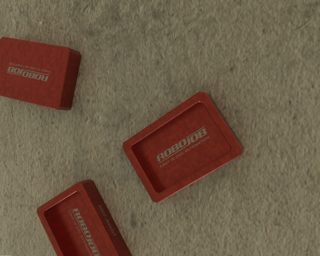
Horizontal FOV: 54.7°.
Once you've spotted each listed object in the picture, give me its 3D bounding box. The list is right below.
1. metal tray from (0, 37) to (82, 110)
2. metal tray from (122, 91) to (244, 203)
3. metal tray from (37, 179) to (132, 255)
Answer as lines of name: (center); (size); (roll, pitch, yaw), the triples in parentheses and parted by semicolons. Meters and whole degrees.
metal tray: (-0.190, -0.083, 0.472); (0.130, 0.030, 0.089); (14, 94, 19)
metal tray: (0.027, 0.025, 0.395); (0.130, 0.030, 0.090); (-34, 80, 16)
metal tray: (-0.110, 0.151, 0.443); (0.090, 0.030, 0.130); (-33, 80, 16)
